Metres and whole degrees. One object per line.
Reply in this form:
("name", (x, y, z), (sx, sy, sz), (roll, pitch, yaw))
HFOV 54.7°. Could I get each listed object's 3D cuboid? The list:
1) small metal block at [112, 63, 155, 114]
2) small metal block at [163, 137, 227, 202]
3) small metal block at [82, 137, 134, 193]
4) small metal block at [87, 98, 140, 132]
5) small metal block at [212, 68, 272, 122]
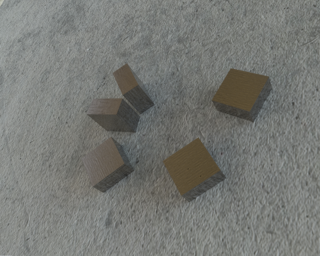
("small metal block", (-0.037, -0.056, 0.442), (0.025, 0.050, 0.050), (-33, 52, 7))
("small metal block", (0.039, 0.047, 0.354), (0.050, 0.025, 0.050), (-34, 51, 5))
("small metal block", (-0.070, 0.048, 0.411), (0.050, 0.025, 0.050), (-37, 51, 3))
("small metal block", (-0.064, -0.017, 0.432), (0.050, 0.050, 0.025), (2, 63, 29))
("small metal block", (0.100, -0.041, 0.376), (0.050, 0.025, 0.050), (22, 73, 36))
